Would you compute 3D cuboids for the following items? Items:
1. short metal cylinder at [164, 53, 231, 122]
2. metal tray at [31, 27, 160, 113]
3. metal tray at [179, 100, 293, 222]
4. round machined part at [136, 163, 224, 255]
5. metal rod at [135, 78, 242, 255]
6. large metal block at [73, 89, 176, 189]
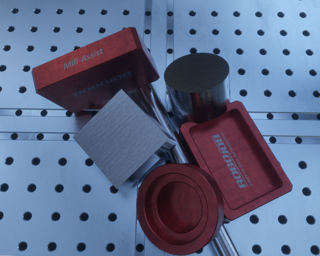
[{"bbox_3d":[0.049,-0.053,0.399,0.080,0.050,0.080,-7,46,8],"label":"short metal cylinder"},{"bbox_3d":[-0.074,-0.066,0.382,0.130,0.090,0.030,-21,73,8],"label":"metal tray"},{"bbox_3d":[0.091,0.040,0.391,0.091,0.030,0.130,-24,72,-9],"label":"metal tray"},{"bbox_3d":[0.025,0.088,0.352,0.098,0.042,0.097,-3,84,28],"label":"round machined part"},{"bbox_3d":[0.020,0.028,0.397,0.025,0.025,0.299,-24,72,-8],"label":"metal rod"},{"bbox_3d":[-0.040,0.014,0.370,0.080,0.050,0.080,-45,76,4],"label":"large metal block"}]
